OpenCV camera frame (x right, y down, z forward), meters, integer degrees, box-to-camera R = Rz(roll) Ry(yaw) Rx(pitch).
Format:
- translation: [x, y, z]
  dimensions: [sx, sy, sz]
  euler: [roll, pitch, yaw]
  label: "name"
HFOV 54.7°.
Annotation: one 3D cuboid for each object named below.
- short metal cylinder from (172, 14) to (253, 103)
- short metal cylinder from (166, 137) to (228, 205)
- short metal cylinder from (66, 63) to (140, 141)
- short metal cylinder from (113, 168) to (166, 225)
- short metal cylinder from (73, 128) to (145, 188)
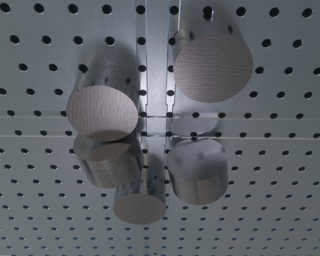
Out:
- translation: [0.054, -0.074, 0.333]
  dimensions: [0.081, 0.050, 0.079]
  euler: [0, 130, 0]
  label: "short metal cylinder"
- translation: [0.052, 0.058, 0.425]
  dimensions: [0.080, 0.080, 0.050]
  euler: [-8, 130, 6]
  label: "short metal cylinder"
- translation: [-0.065, -0.030, 0.369]
  dimensions: [0.081, 0.050, 0.079]
  euler: [0, 130, 0]
  label: "short metal cylinder"
- translation: [-0.031, 0.108, 0.487]
  dimensions: [0.081, 0.050, 0.079]
  euler: [0, 130, 0]
  label: "short metal cylinder"
- translation: [-0.065, 0.031, 0.401]
  dimensions: [0.080, 0.080, 0.050]
  euler: [-7, 130, 6]
  label: "short metal cylinder"
